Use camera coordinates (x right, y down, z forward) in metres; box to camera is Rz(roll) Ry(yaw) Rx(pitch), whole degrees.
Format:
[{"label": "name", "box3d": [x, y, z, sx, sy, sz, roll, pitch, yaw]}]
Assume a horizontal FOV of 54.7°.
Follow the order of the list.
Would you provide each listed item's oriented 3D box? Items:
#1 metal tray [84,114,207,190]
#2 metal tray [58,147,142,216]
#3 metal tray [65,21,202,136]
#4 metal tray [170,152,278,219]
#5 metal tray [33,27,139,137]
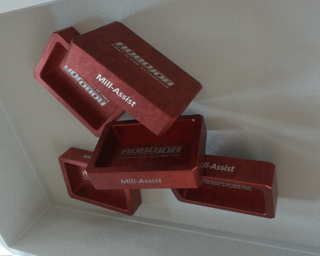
[{"label": "metal tray", "box3d": [-0.013, 0.028, 0.372, 0.130, 0.090, 0.030, -4, 131, 17]}, {"label": "metal tray", "box3d": [-0.098, 0.087, 0.510, 0.130, 0.030, 0.089, 10, 123, 23]}, {"label": "metal tray", "box3d": [-0.025, -0.059, 0.343, 0.130, 0.090, 0.030, 38, 129, 2]}, {"label": "metal tray", "box3d": [0.075, 0.071, 0.387, 0.130, 0.030, 0.090, 5, 145, 26]}, {"label": "metal tray", "box3d": [-0.102, -0.059, 0.422, 0.130, 0.030, 0.090, 45, 129, -3]}]
